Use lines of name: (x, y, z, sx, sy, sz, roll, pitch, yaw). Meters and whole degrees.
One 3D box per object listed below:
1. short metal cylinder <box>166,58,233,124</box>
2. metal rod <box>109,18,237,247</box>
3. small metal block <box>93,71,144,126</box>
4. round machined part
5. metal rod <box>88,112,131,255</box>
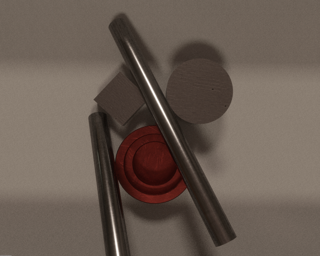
short metal cylinder: (0.048, -0.045, 0.400, 0.081, 0.050, 0.079, 0, 90, -1)
metal rod: (0.007, -0.008, 0.371, 0.025, 0.025, 0.299, -26, 74, 0)
small metal block: (-0.050, -0.038, 0.411, 0.050, 0.025, 0.050, 43, 90, -1)
round machined part: (-0.006, 0.045, 0.403, 0.099, 0.042, 0.097, 0, 90, -1)
metal rod: (-0.049, 0.109, 0.335, 0.025, 0.025, 0.299, -15, 58, 0)
